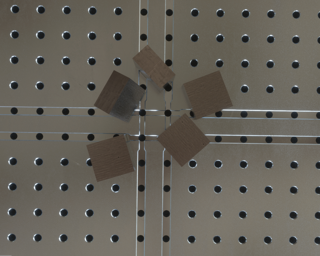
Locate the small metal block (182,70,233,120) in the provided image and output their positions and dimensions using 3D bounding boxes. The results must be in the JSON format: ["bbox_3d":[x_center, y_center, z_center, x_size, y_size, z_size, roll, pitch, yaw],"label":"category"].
[{"bbox_3d":[0.062,-0.043,0.414,0.050,0.025,0.050,-21,90,-1],"label":"small metal block"}]

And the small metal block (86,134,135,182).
[{"bbox_3d":[-0.064,0.039,0.413,0.050,0.025,0.050,-16,90,-1],"label":"small metal block"}]

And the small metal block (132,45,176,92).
[{"bbox_3d":[-0.007,-0.075,0.401,0.025,0.050,0.050,-43,91,0],"label":"small metal block"}]

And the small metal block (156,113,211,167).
[{"bbox_3d":[0.030,0.016,0.414,0.050,0.025,0.050,-41,91,0],"label":"small metal block"}]

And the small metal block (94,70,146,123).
[{"bbox_3d":[-0.050,-0.039,0.397,0.025,0.050,0.050,30,90,22],"label":"small metal block"}]
